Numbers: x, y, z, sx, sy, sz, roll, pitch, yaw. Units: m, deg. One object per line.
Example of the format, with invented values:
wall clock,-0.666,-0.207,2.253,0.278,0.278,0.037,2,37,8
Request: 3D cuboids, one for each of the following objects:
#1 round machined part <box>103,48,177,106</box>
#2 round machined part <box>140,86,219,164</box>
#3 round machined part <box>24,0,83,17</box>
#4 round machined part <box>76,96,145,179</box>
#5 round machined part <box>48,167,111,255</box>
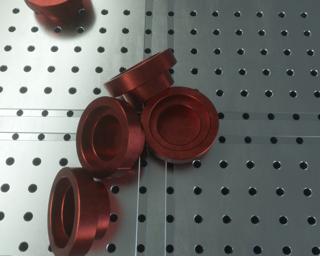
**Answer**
round machined part,-0.021,-0.062,0.404,0.098,0.098,0.042,-32,104,-11
round machined part,0.024,-0.001,0.403,0.099,0.042,0.098,0,70,0
round machined part,-0.162,-0.213,0.480,0.099,0.042,0.098,0,70,0
round machined part,-0.057,0.013,0.380,0.098,0.042,0.098,-6,81,41
round machined part,-0.090,0.094,0.349,0.042,0.098,0.098,9,65,-35
